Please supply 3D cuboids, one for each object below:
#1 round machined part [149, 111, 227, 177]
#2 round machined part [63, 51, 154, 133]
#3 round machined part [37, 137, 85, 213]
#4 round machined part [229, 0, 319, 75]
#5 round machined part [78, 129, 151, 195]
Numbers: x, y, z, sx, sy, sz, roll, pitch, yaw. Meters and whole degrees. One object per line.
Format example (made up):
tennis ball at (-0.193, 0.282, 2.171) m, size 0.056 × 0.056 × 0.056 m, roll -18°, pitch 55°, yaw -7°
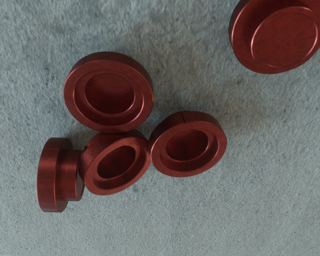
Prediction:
round machined part at (0.033, 0.016, 0.404) m, size 0.099 × 0.042 × 0.097 m, roll -7°, pitch 131°, yaw -8°
round machined part at (-0.057, -0.044, 0.357) m, size 0.099 × 0.042 × 0.097 m, roll 0°, pitch 129°, yaw 0°
round machined part at (-0.125, 0.062, 0.410) m, size 0.042 × 0.098 × 0.097 m, roll 3°, pitch 130°, yaw -3°
round machined part at (0.123, -0.097, 0.316) m, size 0.099 × 0.042 × 0.097 m, roll -1°, pitch 130°, yaw 0°
round machined part at (-0.062, 0.039, 0.409) m, size 0.099 × 0.042 × 0.097 m, roll -24°, pitch 138°, yaw -24°
